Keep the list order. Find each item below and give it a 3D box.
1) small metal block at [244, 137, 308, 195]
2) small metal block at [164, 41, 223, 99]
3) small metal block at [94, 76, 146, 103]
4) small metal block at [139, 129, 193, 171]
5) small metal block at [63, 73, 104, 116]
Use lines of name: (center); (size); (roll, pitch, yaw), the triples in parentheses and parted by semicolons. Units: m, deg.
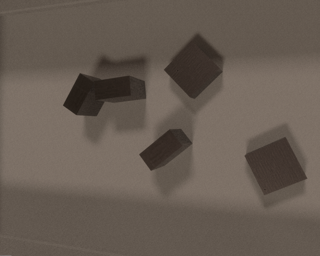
small metal block: (0.135, 0.044, 0.363); (0.050, 0.025, 0.050); (-27, 81, 17)
small metal block: (0.043, -0.073, 0.395); (0.050, 0.025, 0.050); (-45, 77, 14)
small metal block: (-0.052, -0.051, 0.415); (0.050, 0.050, 0.025); (-5, 89, 19)
small metal block: (0.009, 0.027, 0.393); (0.050, 0.050, 0.025); (-40, 78, 15)
small metal block: (-0.099, -0.045, 0.431); (0.025, 0.050, 0.050); (34, 101, 17)
